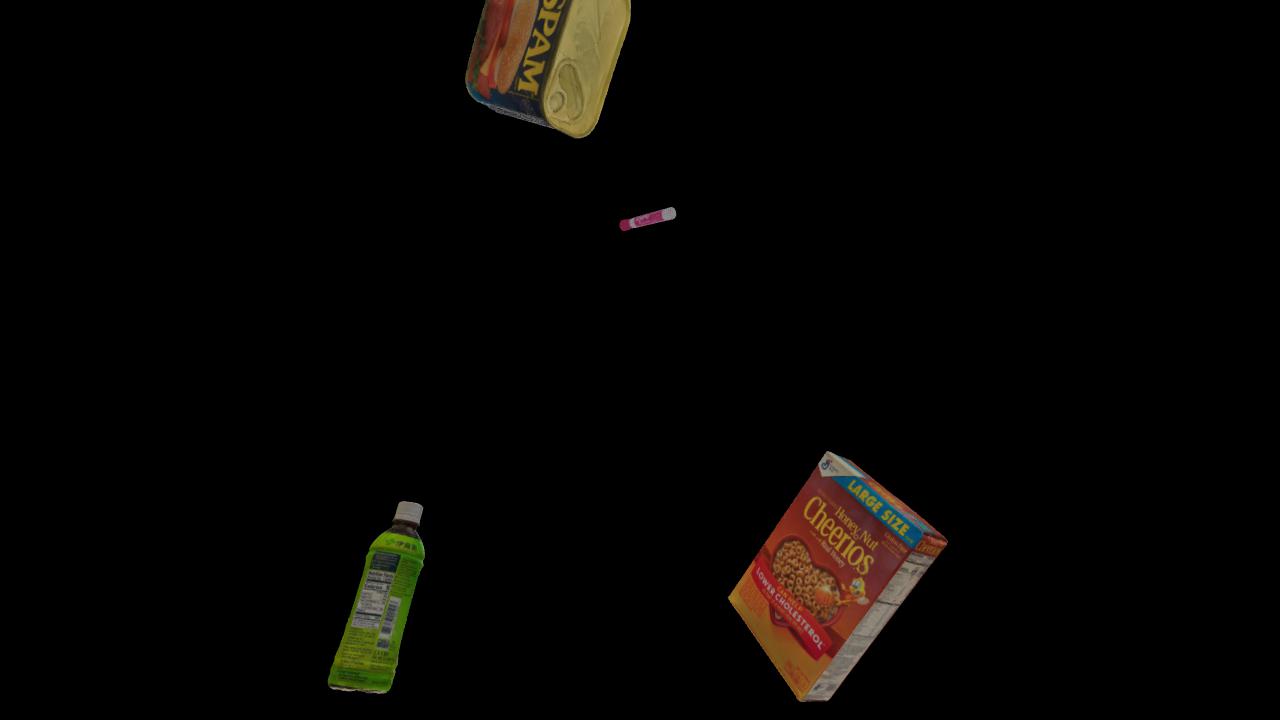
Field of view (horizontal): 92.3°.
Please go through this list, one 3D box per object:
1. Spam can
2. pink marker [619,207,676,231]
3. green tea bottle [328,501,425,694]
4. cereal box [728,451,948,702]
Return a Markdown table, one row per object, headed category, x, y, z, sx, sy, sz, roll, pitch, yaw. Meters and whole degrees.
| category | x | y | z | sx | sy | sz | roll | pitch | yaw |
| --- | --- | --- | --- | --- | --- | --- | --- | --- | --- |
| Spam can | -0.066 | -0.216 | 0.427 | 0.085 | 0.101 | 0.058 | 27 | 13 | 29 |
| pink marker | 0.009 | -0.228 | 0.999 | 0.020 | 0.020 | 0.121 | 0 | -1 | -43 |
| green tea bottle | -0.302 | 0.276 | 0.733 | 0.073 | 0.212 | 0.073 | 7 | -27 | 4 |
| cereal box | 0.282 | 0.318 | 0.926 | 0.081 | 0.306 | 0.203 | 22 | 15 | -33 |
